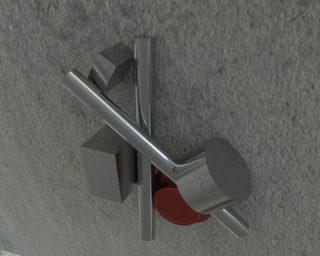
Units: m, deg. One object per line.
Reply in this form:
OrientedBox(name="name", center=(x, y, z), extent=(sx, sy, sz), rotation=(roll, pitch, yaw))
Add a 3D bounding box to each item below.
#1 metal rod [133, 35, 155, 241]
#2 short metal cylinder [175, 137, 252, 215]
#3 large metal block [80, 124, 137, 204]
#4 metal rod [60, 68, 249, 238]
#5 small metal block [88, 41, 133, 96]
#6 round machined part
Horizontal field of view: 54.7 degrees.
OrientedBox(name="metal rod", center=(-0.019, 0.031, 0.416), extent=(0.025, 0.025, 0.298), rotation=(11, 117, 22))
OrientedBox(name="short metal cylinder", center=(0.065, 0.058, 0.374), extent=(0.080, 0.080, 0.050), rotation=(49, 129, -6))
OrientedBox(name="large metal block", center=(-0.058, 0.042, 0.428), extent=(0.050, 0.080, 0.079), rotation=(11, 123, 22))
OrientedBox(name="metal rod", center=(0.003, 0.039, 0.385), extent=(0.300, 0.025, 0.025), rotation=(43, 130, -13))
OrientedBox(name="small metal block", center=(-0.059, -0.072, 0.377), extent=(0.025, 0.050, 0.050), rotation=(39, 129, 2))
OrientedBox(name="round machined part", center=(0.030, 0.100, 0.443), extent=(0.098, 0.042, 0.097), rotation=(13, 124, 20))
